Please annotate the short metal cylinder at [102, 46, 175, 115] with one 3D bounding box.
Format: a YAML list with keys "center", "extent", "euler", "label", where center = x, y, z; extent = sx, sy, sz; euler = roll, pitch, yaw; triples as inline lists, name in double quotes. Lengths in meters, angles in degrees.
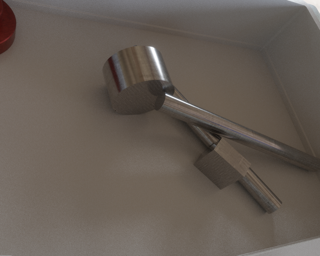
- center: [-0.027, -0.058, 0.392]
  extent: [0.081, 0.080, 0.050]
  euler: [-5, 64, -31]
  label: "short metal cylinder"

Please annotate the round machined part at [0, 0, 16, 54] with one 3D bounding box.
- center: [-0.220, -0.131, 0.356]
  extent: [0.099, 0.042, 0.098]
  euler: [14, 56, -21]
  label: "round machined part"

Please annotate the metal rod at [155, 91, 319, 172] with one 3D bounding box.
- center: [0.127, 0.014, 0.443]
  extent: [0.302, 0.025, 0.025]
  euler: [20, 54, -26]
  label: "metal rod"

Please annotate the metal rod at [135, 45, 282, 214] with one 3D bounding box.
- center: [0.058, -0.001, 0.439]
  extent: [0.300, 0.025, 0.025]
  euler: [48, 51, 5]
  label: "metal rod"

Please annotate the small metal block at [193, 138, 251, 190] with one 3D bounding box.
- center: [0.081, 0.048, 0.406]
  extent: [0.050, 0.050, 0.025]
  euler: [42, 51, 0]
  label: "small metal block"
